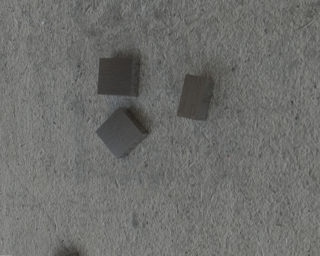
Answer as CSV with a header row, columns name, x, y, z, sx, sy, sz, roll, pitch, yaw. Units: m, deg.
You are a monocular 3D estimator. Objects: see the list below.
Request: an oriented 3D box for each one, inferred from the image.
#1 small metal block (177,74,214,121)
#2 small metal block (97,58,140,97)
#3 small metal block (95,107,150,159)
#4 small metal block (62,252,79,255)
name,x,y,z,sx,sy,sz,roll,pitch,yaw
small metal block,0.045,-0.036,0.380,0.025,0.050,0.050,14,95,19
small metal block,-0.057,-0.070,0.429,0.050,0.025,0.050,5,92,20
small metal block,-0.052,0.007,0.427,0.050,0.025,0.050,-44,77,14
small metal block,-0.142,0.218,0.459,0.050,0.025,0.050,-20,83,18
